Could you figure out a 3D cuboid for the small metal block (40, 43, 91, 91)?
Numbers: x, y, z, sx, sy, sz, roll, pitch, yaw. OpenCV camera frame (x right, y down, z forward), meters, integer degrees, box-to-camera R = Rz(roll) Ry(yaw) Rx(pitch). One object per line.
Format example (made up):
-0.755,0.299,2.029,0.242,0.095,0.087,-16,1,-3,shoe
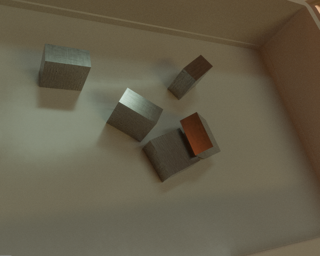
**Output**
-0.115,-0.071,0.372,0.050,0.050,0.025,3,61,-27,small metal block

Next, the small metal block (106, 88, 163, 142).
-0.032,-0.015,0.383,0.050,0.050,0.025,31,52,-9,small metal block

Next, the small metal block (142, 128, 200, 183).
0.014,0.034,0.394,0.050,0.025,0.050,-22,74,-36,small metal block

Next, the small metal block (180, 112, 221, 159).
0.055,0.011,0.413,0.050,0.025,0.050,67,15,19,small metal block

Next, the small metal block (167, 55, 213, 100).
0.045,-0.075,0.461,0.025,0.050,0.050,45,51,2,small metal block
